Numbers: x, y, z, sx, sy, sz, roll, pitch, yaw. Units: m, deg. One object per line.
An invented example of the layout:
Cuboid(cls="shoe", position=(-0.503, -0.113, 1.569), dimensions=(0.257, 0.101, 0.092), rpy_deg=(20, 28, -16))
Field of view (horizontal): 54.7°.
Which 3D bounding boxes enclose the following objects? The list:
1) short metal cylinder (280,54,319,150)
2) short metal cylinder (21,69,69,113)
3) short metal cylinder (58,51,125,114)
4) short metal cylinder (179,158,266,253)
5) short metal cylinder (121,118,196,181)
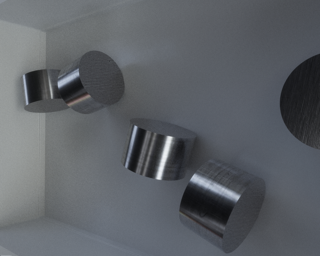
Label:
Cuboid(cls="short metal cylinder", position=(0.152, -0.021, 0.265), dimensions=(0.080, 0.050, 0.079), rpy_deg=(0, 90, 39))
Cuboid(cls="short metal cylinder", position=(-0.189, -0.061, 0.524), dimensions=(0.080, 0.081, 0.050), rpy_deg=(-19, 78, 38))
Cuboid(cls="short metal cylinder", position=(-0.099, -0.065, 0.450), dimensions=(0.050, 0.081, 0.080), rpy_deg=(-18, 79, 38))
Cuboid(cls="short metal cylinder", position=(0.065, 0.078, 0.316), dimensions=(0.050, 0.081, 0.079), rpy_deg=(24, 105, 37))
Cuboid(cls="short metal cylinder", position=(-0.002, 0.023, 0.371), dimensions=(0.080, 0.081, 0.050), rpy_deg=(22, 104, 37))
